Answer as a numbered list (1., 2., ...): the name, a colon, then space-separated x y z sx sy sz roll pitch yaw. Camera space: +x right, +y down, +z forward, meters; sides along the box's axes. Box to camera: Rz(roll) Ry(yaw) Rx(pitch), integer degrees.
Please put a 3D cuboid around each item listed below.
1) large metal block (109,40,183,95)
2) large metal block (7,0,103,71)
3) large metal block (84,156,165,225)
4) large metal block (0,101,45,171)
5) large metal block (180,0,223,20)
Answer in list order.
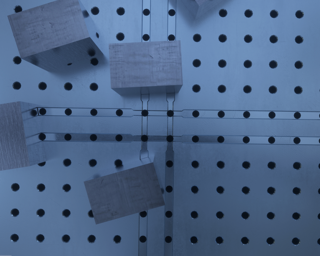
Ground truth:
1. large metal block: -0.016 -0.071 0.386 0.080 0.080 0.050 -3 90 0
2. large metal block: -0.124 -0.113 0.385 0.080 0.080 0.050 -17 90 0
3. large metal block: -0.039 0.073 0.386 0.080 0.080 0.050 -16 90 0
4. large metal block: -0.203 0.013 0.400 0.080 0.050 0.080 -9 90 0
5. large metal block: 0.057 -0.204 0.401 0.080 0.050 0.080 -36 90 0
